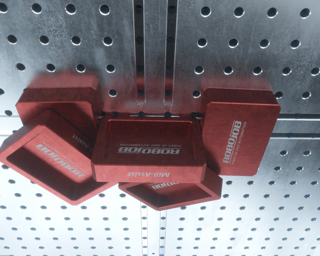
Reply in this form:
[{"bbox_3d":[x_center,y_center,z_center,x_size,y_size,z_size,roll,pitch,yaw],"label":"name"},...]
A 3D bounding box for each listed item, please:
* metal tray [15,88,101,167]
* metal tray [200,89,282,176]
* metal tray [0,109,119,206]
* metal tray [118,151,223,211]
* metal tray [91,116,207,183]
[{"bbox_3d":[-0.125,0.009,0.414,0.091,0.030,0.129,-1,131,0],"label":"metal tray"},{"bbox_3d":[0.097,0.011,0.418,0.091,0.030,0.129,2,130,-3],"label":"metal tray"},{"bbox_3d":[-0.127,0.044,0.403,0.090,0.030,0.130,-31,125,23],"label":"metal tray"},{"bbox_3d":[0.013,0.082,0.454,0.130,0.030,0.090,-24,129,40],"label":"metal tray"},{"bbox_3d":[-0.013,0.024,0.388,0.131,0.090,0.030,1,130,-2],"label":"metal tray"}]
